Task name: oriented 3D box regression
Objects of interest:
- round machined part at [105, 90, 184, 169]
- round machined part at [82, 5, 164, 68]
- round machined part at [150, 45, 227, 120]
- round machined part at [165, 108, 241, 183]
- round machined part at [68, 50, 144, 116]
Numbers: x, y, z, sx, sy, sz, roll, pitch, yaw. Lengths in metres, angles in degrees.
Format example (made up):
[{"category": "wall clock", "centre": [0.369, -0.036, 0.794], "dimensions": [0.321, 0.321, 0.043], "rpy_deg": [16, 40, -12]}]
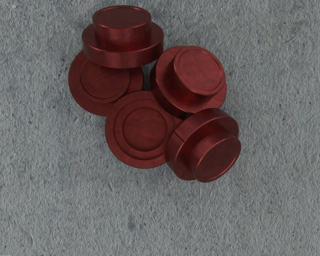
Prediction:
[{"category": "round machined part", "centre": [-0.019, 0.002, 0.402], "dimensions": [0.099, 0.042, 0.097], "rpy_deg": [0, 90, -1]}, {"category": "round machined part", "centre": [-0.044, -0.115, 0.373], "dimensions": [0.099, 0.098, 0.042], "rpy_deg": [1, 132, -1]}, {"category": "round machined part", "centre": [0.040, -0.061, 0.381], "dimensions": [0.099, 0.042, 0.098], "rpy_deg": [9, 65, -19]}, {"category": "round machined part", "centre": [0.059, 0.028, 0.376], "dimensions": [0.098, 0.098, 0.042], "rpy_deg": [-43, 50, 0]}, {"category": "round machined part", "centre": [-0.070, -0.064, 0.403], "dimensions": [0.099, 0.042, 0.097], "rpy_deg": [0, 90, -1]}]
